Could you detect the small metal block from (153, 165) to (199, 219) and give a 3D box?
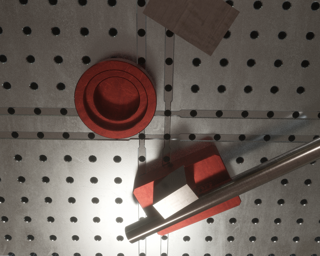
[{"bbox_3d":[0.019,0.081,0.398,0.050,0.050,0.025,-34,107,11],"label":"small metal block"}]

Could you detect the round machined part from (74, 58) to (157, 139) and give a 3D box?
[{"bbox_3d":[-0.053,-0.039,0.389,0.099,0.042,0.097,0,110,-1],"label":"round machined part"}]

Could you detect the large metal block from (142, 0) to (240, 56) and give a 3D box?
[{"bbox_3d":[0.030,-0.126,0.338,0.080,0.080,0.050,29,107,-11],"label":"large metal block"}]

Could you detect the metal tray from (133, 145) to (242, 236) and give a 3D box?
[{"bbox_3d":[0.038,0.091,0.445,0.130,0.030,0.090,-24,109,8],"label":"metal tray"}]

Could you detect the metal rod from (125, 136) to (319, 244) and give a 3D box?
[{"bbox_3d":[0.089,0.083,0.412,0.301,0.025,0.025,-27,108,9],"label":"metal rod"}]
